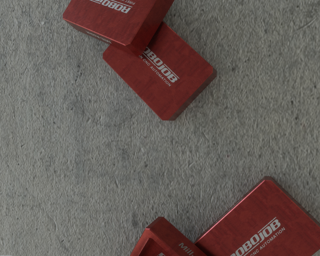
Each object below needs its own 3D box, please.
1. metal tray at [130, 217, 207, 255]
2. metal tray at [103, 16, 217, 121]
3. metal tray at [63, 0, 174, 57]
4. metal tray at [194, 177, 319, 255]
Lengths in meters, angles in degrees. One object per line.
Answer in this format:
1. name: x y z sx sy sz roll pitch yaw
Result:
1. metal tray: 0.025 0.183 0.377 0.130 0.030 0.089 38 123 19
2. metal tray: -0.003 -0.083 0.407 0.130 0.030 0.090 46 104 14
3. metal tray: -0.057 -0.157 0.404 0.130 0.030 0.090 30 88 29
4. metal tray: 0.114 0.132 0.366 0.090 0.030 0.130 46 104 14
